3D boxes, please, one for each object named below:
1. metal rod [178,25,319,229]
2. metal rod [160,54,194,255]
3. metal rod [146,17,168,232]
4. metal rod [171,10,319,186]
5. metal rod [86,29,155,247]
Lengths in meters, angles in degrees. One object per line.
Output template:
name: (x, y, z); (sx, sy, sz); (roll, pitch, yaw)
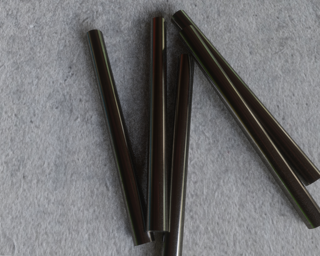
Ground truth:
metal rod: (0.112, -0.011, 0.402); (0.025, 0.025, 0.299); (-29, 77, -10)
metal rod: (0.023, 0.040, 0.393); (0.025, 0.025, 0.299); (5, 70, 1)
metal rod: (-0.003, -0.021, 0.406); (0.025, 0.025, 0.299); (0, 66, 0)
metal rod: (0.110, -0.052, 0.428); (0.025, 0.025, 0.299); (-32, 73, -11)
metal rod: (-0.057, -0.002, 0.407); (0.025, 0.025, 0.299); (-14, 71, -6)
